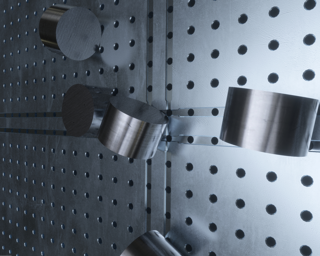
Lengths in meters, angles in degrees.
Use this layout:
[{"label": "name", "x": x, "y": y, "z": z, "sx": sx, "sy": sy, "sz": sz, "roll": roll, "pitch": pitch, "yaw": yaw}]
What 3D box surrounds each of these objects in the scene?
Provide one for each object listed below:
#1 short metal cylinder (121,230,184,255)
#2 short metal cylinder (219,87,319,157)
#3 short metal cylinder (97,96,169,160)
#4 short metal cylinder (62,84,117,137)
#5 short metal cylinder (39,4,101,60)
[{"label": "short metal cylinder", "x": -0.012, "y": 0.176, "z": 0.383, "sx": 0.050, "sy": 0.081, "sz": 0.079, "roll": 34, "pitch": 111, "yaw": 35}, {"label": "short metal cylinder", "x": 0.100, "y": -0.008, "z": 0.291, "sx": 0.080, "sy": 0.081, "sz": 0.050, "roll": 15, "pitch": 100, "yaw": 39}, {"label": "short metal cylinder", "x": -0.035, "y": -0.002, "z": 0.402, "sx": 0.080, "sy": 0.081, "sz": 0.050, "roll": 36, "pitch": 112, "yaw": 34}, {"label": "short metal cylinder", "x": -0.108, "y": -0.026, "z": 0.483, "sx": 0.080, "sy": 0.050, "sz": 0.079, "roll": 0, "pitch": 90, "yaw": 40}, {"label": "short metal cylinder", "x": -0.141, "y": -0.152, "z": 0.490, "sx": 0.050, "sy": 0.081, "sz": 0.079, "roll": 24, "pitch": 105, "yaw": 37}]
